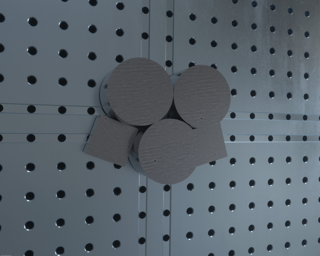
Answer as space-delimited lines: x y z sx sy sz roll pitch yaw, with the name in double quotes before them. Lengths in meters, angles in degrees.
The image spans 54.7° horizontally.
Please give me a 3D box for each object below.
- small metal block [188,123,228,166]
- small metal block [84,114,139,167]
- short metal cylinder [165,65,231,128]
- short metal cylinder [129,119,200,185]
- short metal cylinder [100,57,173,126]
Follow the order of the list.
"small metal block" 0.061 0.022 0.432 0.050 0.025 0.050 -15 95 -20
"small metal block" -0.061 0.016 0.386 0.050 0.025 0.050 22 83 -19
"short metal cylinder" 0.046 -0.040 0.412 0.081 0.050 0.079 0 90 -20
"short metal cylinder" 0.004 0.028 0.397 0.081 0.050 0.079 0 90 -20
"short metal cylinder" -0.030 -0.043 0.384 0.081 0.050 0.079 0 90 -20
